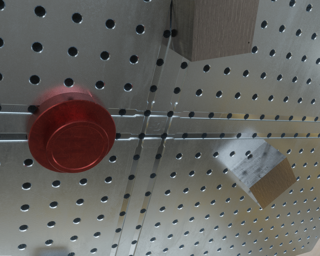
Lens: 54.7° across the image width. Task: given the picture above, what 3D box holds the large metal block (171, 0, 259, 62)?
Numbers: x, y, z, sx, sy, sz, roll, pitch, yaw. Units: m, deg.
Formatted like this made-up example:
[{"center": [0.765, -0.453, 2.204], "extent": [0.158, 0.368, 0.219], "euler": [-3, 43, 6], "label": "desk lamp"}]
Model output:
[{"center": [0.061, -0.126, 0.350], "extent": [0.081, 0.050, 0.079], "euler": [-13, 124, -21], "label": "large metal block"}]

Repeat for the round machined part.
[{"center": [-0.097, 0.012, 0.355], "extent": [0.099, 0.042, 0.097], "euler": [-14, 124, -21], "label": "round machined part"}]

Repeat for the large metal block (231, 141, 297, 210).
[{"center": [0.185, 0.085, 0.548], "extent": [0.080, 0.050, 0.080], "euler": [-40, 129, -1], "label": "large metal block"}]
